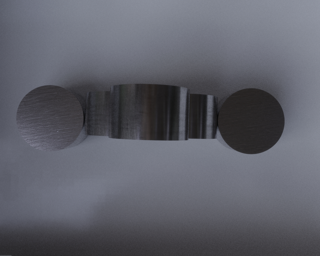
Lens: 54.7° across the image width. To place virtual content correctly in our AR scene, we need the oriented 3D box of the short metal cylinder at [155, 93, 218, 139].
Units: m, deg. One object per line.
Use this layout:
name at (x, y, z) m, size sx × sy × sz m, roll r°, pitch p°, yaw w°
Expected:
short metal cylinder at (0.030, -0.013, 0.382) m, size 0.081 × 0.080 × 0.050 m, roll 2°, pitch 90°, yaw 0°

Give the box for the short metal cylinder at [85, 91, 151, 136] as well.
short metal cylinder at (-0.051, -0.016, 0.381) m, size 0.081 × 0.080 × 0.050 m, roll 2°, pitch 90°, yaw 0°

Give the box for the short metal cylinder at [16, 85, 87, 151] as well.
short metal cylinder at (-0.132, -0.012, 0.396) m, size 0.081 × 0.050 × 0.080 m, roll 0°, pitch 90°, yaw 0°

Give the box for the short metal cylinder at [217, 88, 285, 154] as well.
short metal cylinder at (0.110, -0.008, 0.398) m, size 0.081 × 0.050 × 0.080 m, roll 0°, pitch 90°, yaw 0°

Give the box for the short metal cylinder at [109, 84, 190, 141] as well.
short metal cylinder at (-0.010, -0.014, 0.313) m, size 0.081 × 0.080 × 0.050 m, roll 2°, pitch 90°, yaw 0°
